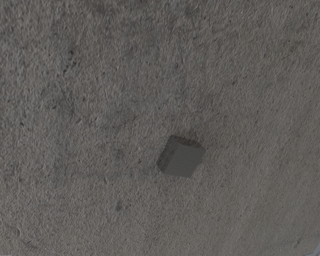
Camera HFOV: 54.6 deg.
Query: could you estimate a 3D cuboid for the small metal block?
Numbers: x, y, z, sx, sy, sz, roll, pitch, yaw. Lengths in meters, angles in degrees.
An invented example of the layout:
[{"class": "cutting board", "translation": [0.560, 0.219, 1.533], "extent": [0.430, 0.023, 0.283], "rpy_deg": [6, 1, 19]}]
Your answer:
[{"class": "small metal block", "translation": [0.030, 0.042, 0.449], "extent": [0.050, 0.025, 0.050], "rpy_deg": [15, 111, -34]}]
